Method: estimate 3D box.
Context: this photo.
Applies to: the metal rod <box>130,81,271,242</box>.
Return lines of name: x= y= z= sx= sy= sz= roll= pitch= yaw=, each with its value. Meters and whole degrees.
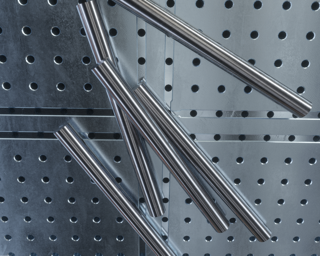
metal rod: x=0.065 y=0.057 z=0.435 sx=0.025 sy=0.025 sz=0.300 roll=-38 pitch=106 yaw=12

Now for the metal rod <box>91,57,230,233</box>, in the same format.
metal rod: x=0.013 y=0.037 z=0.412 sx=0.025 sy=0.025 sz=0.299 roll=-32 pitch=113 yaw=11

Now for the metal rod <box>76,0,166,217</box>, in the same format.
metal rod: x=-0.044 y=-0.010 z=0.408 sx=0.025 sy=0.025 sz=0.298 roll=-15 pitch=110 yaw=5

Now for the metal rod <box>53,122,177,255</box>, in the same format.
metal rod: x=-0.049 y=0.116 z=0.455 sx=0.025 sy=0.025 sz=0.299 roll=-32 pitch=108 yaw=11

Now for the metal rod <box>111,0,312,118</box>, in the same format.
metal rod: x=0.061 y=-0.096 z=0.378 sx=0.301 sy=0.025 sz=0.025 roll=29 pitch=107 yaw=-11
